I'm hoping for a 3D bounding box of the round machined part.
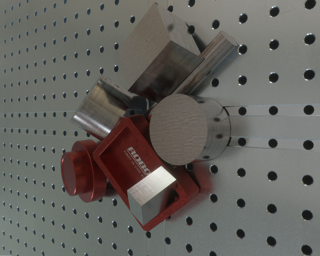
[{"bbox_3d":[-0.124,0.068,0.483,0.098,0.042,0.097,14,107,54],"label":"round machined part"}]

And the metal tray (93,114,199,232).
[{"bbox_3d":[-0.022,0.058,0.406,0.090,0.030,0.130,-45,76,31],"label":"metal tray"}]

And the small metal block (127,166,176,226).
[{"bbox_3d":[-0.009,0.080,0.362,0.025,0.050,0.050,41,150,30],"label":"small metal block"}]

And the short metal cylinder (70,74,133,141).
[{"bbox_3d":[-0.082,-0.029,0.434,0.080,0.050,0.080,-49,18,22],"label":"short metal cylinder"}]

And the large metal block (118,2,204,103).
[{"bbox_3d":[-0.003,-0.091,0.380,0.080,0.050,0.080,-44,44,31],"label":"large metal block"}]

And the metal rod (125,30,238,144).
[{"bbox_3d":[-0.013,-0.009,0.422,0.299,0.025,0.025,-45,63,31],"label":"metal rod"}]

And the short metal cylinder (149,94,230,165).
[{"bbox_3d":[0.034,0.002,0.364,0.080,0.050,0.079,0,90,40],"label":"short metal cylinder"}]
